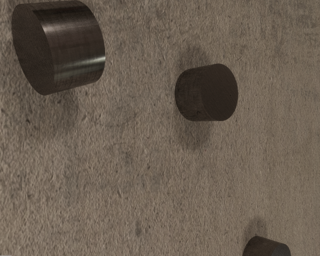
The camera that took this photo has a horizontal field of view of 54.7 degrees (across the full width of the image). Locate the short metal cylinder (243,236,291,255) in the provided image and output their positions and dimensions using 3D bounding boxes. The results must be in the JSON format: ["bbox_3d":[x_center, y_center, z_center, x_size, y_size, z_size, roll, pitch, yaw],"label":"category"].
[{"bbox_3d":[0.191,0.240,0.553,0.081,0.050,0.079,0,90,-40],"label":"short metal cylinder"}]

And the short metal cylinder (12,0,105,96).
[{"bbox_3d":[-0.096,-0.075,0.290,0.050,0.080,0.080,-24,105,-38],"label":"short metal cylinder"}]

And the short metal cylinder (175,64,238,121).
[{"bbox_3d":[0.068,-0.049,0.448,0.081,0.050,0.079,0,90,-40],"label":"short metal cylinder"}]
